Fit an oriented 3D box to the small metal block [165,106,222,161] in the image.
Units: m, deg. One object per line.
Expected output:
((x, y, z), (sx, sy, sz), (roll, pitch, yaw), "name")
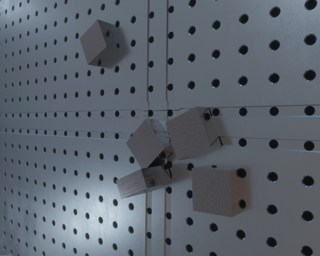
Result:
((0.040, 0.007, 0.377), (0.050, 0.025, 0.050), (-28, 73, 36), "small metal block")

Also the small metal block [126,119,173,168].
((-0.013, 0.023, 0.421), (0.050, 0.025, 0.050), (-50, 61, 28), "small metal block")

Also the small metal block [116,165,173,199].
((-0.021, 0.071, 0.411), (0.050, 0.050, 0.025), (-29, 72, 36), "small metal block")

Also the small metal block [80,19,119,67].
((-0.097, -0.133, 0.491), (0.050, 0.025, 0.050), (-31, 71, 35), "small metal block")

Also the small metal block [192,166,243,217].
((0.065, 0.071, 0.356), (0.050, 0.025, 0.050), (-3, 88, 40), "small metal block")
